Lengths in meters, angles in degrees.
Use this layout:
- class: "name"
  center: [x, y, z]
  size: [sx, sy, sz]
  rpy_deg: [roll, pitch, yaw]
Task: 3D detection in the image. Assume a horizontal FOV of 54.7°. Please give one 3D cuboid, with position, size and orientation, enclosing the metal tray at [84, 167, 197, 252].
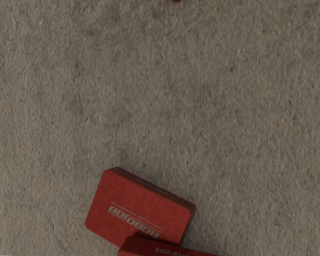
- class: "metal tray"
  center: [-0.028, 0.119, 0.415]
  size: [0.130, 0.030, 0.089]
  rpy_deg: [23, 97, 18]

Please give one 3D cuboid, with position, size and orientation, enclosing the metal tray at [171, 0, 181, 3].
- class: "metal tray"
  center: [0.050, -0.233, 0.388]
  size: [0.130, 0.030, 0.090]
  rpy_deg: [-28, 81, 17]

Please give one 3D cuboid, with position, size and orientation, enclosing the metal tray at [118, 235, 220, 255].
- class: "metal tray"
  center: [0.014, 0.190, 0.380]
  size: [0.131, 0.030, 0.089]
  rpy_deg: [8, 110, 12]
